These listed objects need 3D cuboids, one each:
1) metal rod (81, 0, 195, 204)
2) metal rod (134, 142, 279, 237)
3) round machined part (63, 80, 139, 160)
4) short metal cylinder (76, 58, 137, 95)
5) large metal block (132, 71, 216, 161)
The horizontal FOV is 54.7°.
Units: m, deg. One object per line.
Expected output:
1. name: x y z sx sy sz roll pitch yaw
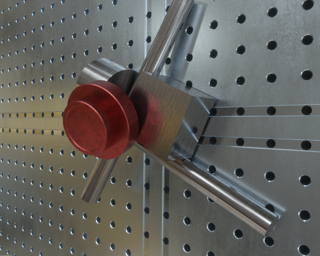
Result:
1. metal rod: -0.035 -0.031 0.410 0.025 0.025 0.298 34 104 34
2. metal rod: 0.008 0.036 0.400 0.300 0.025 0.025 31 109 35
3. round machined part: -0.078 -0.005 0.375 0.098 0.042 0.097 13 116 28
4. short metal cylinder: -0.067 -0.050 0.426 0.050 0.081 0.079 31 109 35
5. large metal block: 0.009 -0.016 0.380 0.080 0.050 0.079 32 110 35
